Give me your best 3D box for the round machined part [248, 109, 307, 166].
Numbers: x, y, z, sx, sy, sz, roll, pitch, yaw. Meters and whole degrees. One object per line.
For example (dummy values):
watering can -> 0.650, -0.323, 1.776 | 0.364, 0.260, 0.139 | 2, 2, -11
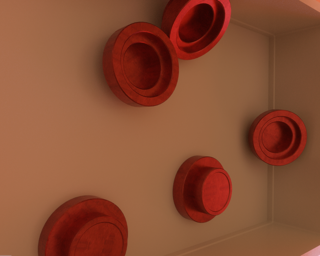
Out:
round machined part -> 0.204, 0.015, 0.551 | 0.099, 0.042, 0.097 | -1, 97, -7

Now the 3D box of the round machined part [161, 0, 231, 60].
round machined part -> 0.042, -0.143, 0.411 | 0.099, 0.042, 0.097 | -26, 146, -19

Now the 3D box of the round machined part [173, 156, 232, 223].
round machined part -> 0.069, 0.091, 0.456 | 0.099, 0.042, 0.097 | 0, 90, -40

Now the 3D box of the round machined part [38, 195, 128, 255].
round machined part -> -0.075, 0.125, 0.335 | 0.099, 0.042, 0.097 | 0, 90, -40

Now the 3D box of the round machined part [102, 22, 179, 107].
round machined part -> -0.027, -0.074, 0.375 | 0.099, 0.042, 0.097 | 0, 90, -40
